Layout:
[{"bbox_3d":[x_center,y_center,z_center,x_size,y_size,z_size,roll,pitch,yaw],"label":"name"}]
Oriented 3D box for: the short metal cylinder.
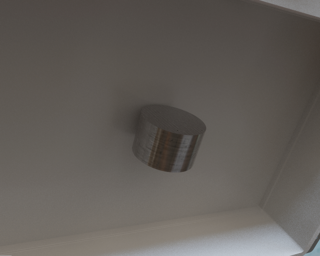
[{"bbox_3d":[0.010,0.011,0.381,0.081,0.080,0.050,2,118,-29],"label":"short metal cylinder"}]
